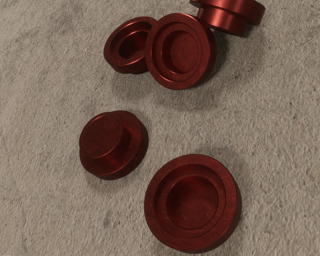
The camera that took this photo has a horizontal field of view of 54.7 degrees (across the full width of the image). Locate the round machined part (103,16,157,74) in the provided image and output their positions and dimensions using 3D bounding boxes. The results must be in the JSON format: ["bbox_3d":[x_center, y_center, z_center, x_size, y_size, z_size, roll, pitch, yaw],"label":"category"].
[{"bbox_3d":[-0.036,-0.124,0.486,0.098,0.042,0.098,-13,56,20],"label":"round machined part"}]

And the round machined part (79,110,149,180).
[{"bbox_3d":[-0.069,0.017,0.417,0.098,0.042,0.098,-13,56,20],"label":"round machined part"}]

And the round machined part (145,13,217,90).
[{"bbox_3d":[0.031,-0.102,0.417,0.098,0.042,0.097,10,108,32],"label":"round machined part"}]

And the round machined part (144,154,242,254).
[{"bbox_3d":[0.036,0.080,0.324,0.098,0.042,0.098,-13,56,20],"label":"round machined part"}]

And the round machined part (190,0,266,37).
[{"bbox_3d":[0.086,-0.153,0.415,0.098,0.099,0.042,31,111,37],"label":"round machined part"}]
